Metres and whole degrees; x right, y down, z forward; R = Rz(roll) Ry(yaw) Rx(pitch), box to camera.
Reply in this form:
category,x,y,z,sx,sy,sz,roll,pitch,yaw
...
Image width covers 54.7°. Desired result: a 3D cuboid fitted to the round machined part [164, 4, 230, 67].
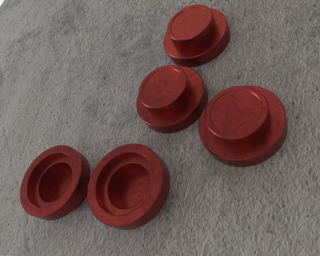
category,x,y,z,sx,sy,sz,roll,pitch,yaw
round machined part,0.050,-0.141,0.453,0.098,0.042,0.098,-13,56,21

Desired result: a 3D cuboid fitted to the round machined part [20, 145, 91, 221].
category,x,y,z,sx,sy,sz,roll,pitch,yaw
round machined part,-0.134,0.076,0.417,0.098,0.042,0.098,-13,56,21

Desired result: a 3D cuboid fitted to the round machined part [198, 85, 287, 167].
category,x,y,z,sx,sy,sz,roll,pitch,yaw
round machined part,0.090,-0.009,0.351,0.098,0.042,0.098,-13,56,21

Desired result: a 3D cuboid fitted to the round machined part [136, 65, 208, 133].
category,x,y,z,sx,sy,sz,roll,pitch,yaw
round machined part,0.011,-0.045,0.415,0.098,0.042,0.098,-13,56,21

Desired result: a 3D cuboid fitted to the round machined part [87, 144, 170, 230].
category,x,y,z,sx,sy,sz,roll,pitch,yaw
round machined part,-0.033,0.071,0.367,0.098,0.042,0.098,-13,56,21
